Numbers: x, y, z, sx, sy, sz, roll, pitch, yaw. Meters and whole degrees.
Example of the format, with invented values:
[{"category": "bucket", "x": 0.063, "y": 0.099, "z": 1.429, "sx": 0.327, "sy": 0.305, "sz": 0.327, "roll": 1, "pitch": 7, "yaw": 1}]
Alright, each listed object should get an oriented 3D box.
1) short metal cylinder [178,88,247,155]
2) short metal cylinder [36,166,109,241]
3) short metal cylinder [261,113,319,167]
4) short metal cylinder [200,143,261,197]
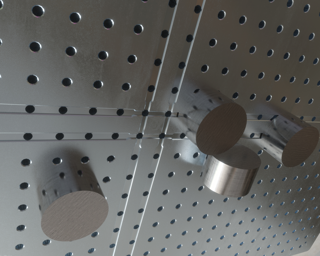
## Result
[{"category": "short metal cylinder", "x": 0.072, "y": -0.009, "z": 0.431, "sx": 0.081, "sy": 0.050, "sz": 0.079, "roll": -14, "pitch": 125, "yaw": -21}, {"category": "short metal cylinder", "x": -0.112, "y": 0.096, "z": 0.394, "sx": 0.081, "sy": 0.050, "sz": 0.079, "roll": -14, "pitch": 124, "yaw": -21}, {"category": "short metal cylinder", "x": 0.223, "y": 0.021, "z": 0.533, "sx": 0.081, "sy": 0.050, "sz": 0.079, "roll": -14, "pitch": 124, "yaw": -21}, {"category": "short metal cylinder", "x": 0.107, "y": 0.060, "z": 0.474, "sx": 0.081, "sy": 0.080, "sz": 0.050, "roll": -2, "pitch": 119, "yaw": -28}]
